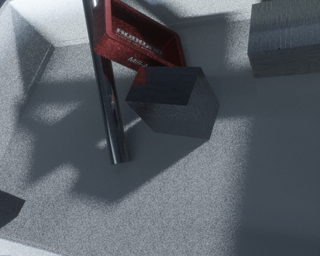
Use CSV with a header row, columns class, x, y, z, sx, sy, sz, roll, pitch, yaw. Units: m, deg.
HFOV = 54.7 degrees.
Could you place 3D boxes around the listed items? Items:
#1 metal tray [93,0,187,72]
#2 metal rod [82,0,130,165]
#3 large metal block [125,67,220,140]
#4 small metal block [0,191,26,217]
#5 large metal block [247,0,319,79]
class,x,y,z,sx,sy,sz,roll,pitch,yaw
metal tray,-0.025,-0.117,0.422,0.030,0.131,0.090,-40,45,38
metal rod,-0.081,-0.099,0.426,0.025,0.025,0.298,-14,82,20
large metal block,0.018,-0.030,0.378,0.080,0.080,0.050,7,65,31
small metal block,-0.234,0.103,0.447,0.050,0.050,0.025,9,67,32
large metal block,0.155,-0.111,0.376,0.080,0.050,0.080,-1,61,27
